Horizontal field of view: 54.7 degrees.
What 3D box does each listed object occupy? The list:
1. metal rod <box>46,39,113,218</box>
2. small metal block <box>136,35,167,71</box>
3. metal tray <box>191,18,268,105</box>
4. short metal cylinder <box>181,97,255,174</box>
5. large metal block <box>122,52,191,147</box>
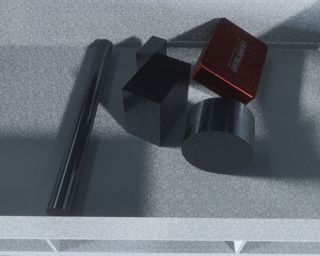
[{"bbox_3d":[-0.099,-0.024,0.424,0.025,0.025,0.300,3,50,2],"label":"metal rod"},{"bbox_3d":[-0.012,-0.105,0.477,0.025,0.050,0.050,22,53,17],"label":"small metal block"},{"bbox_3d":[0.108,-0.101,0.466,0.090,0.030,0.130,31,53,-6],"label":"metal tray"},{"bbox_3d":[0.069,0.010,0.362,0.080,0.080,0.050,9,51,7],"label":"short metal cylinder"},{"bbox_3d":[-0.003,-0.037,0.400,0.050,0.080,0.080,23,54,18],"label":"large metal block"}]
